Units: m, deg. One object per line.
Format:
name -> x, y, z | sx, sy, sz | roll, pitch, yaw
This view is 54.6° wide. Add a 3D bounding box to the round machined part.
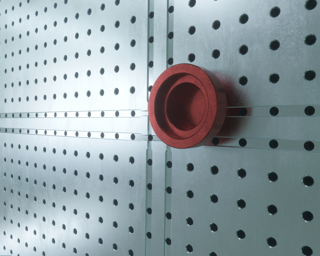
round machined part -> 0.036, -0.025, 0.369 | 0.098, 0.042, 0.097 | 0, 90, 40
